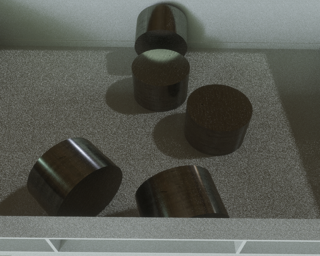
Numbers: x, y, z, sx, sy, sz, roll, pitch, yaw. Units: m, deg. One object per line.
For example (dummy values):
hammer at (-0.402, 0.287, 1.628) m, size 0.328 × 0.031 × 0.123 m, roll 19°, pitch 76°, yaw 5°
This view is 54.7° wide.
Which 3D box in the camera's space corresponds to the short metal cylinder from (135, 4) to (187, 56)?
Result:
short metal cylinder at (0.002, -0.144, 0.484) m, size 0.081 × 0.080 × 0.050 m, roll 2°, pitch 64°, yaw 1°

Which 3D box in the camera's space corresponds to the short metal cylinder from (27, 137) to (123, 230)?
short metal cylinder at (-0.086, 0.057, 0.321) m, size 0.050 × 0.080 × 0.080 m, roll 37°, pitch 59°, yaw 26°

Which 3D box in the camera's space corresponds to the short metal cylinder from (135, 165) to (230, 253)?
short metal cylinder at (0.021, 0.080, 0.302) m, size 0.081 × 0.080 × 0.050 m, roll -12°, pitch 51°, yaw -10°

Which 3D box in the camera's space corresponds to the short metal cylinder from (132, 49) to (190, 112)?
short metal cylinder at (0.001, -0.069, 0.447) m, size 0.081 × 0.050 × 0.080 m, roll 0°, pitch 50°, yaw 0°

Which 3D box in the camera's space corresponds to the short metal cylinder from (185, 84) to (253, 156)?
short metal cylinder at (0.073, -0.011, 0.399) m, size 0.081 × 0.050 × 0.080 m, roll 0°, pitch 50°, yaw 0°
